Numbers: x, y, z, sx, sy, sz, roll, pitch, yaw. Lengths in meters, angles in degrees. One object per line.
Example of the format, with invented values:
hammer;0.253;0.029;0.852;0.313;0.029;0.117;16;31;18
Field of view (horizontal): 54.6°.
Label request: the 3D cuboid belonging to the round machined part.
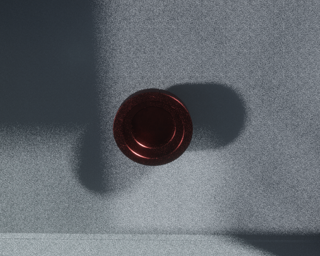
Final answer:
round machined part;-0.009;-0.004;0.401;0.099;0.042;0.097;0;110;0
